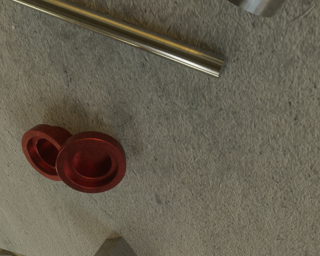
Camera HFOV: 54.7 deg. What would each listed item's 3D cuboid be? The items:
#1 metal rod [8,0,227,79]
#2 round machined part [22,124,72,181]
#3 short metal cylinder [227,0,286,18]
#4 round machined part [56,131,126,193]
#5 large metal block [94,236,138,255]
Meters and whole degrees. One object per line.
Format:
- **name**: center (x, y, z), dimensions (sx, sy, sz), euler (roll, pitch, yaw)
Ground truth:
- **metal rod**: center (-0.067, -0.122, 0.366), dimensions (0.301, 0.025, 0.025), euler (24, 127, 13)
- **round machined part**: center (-0.173, 0.036, 0.510), dimensions (0.098, 0.042, 0.097), euler (13, 124, 21)
- **short metal cylinder**: center (0.074, -0.134, 0.249), dimensions (0.080, 0.080, 0.050), euler (35, 129, 5)
- **round machined part**: center (-0.099, 0.046, 0.459), dimensions (0.099, 0.042, 0.097), euler (-3, 120, -5)
- **large metal block**: center (-0.085, 0.265, 0.580), dimensions (0.050, 0.080, 0.080), euler (-24, 105, 37)
